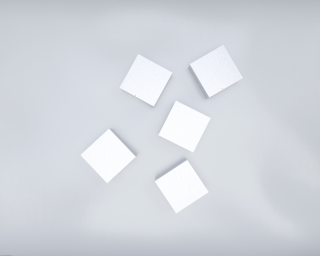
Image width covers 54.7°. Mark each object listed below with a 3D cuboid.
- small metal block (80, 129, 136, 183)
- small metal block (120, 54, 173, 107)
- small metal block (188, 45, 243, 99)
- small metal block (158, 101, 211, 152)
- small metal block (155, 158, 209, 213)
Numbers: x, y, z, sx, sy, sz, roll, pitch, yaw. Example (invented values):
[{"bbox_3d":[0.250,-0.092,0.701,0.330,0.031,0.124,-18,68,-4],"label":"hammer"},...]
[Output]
[{"bbox_3d":[-0.067,0.036,0.411,0.050,0.025,0.050,-43,90,0],"label":"small metal block"},{"bbox_3d":[-0.018,-0.062,0.411,0.050,0.025,0.050,29,90,0],"label":"small metal block"},{"bbox_3d":[0.073,-0.073,0.412,0.050,0.025,0.050,-30,90,0],"label":"small metal block"},{"bbox_3d":[0.032,-0.002,0.411,0.050,0.025,0.050,27,90,0],"label":"small metal block"},{"bbox_3d":[0.028,0.076,0.411,0.050,0.025,0.050,-34,90,0],"label":"small metal block"}]
